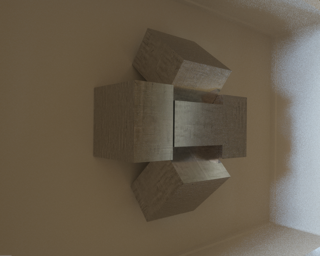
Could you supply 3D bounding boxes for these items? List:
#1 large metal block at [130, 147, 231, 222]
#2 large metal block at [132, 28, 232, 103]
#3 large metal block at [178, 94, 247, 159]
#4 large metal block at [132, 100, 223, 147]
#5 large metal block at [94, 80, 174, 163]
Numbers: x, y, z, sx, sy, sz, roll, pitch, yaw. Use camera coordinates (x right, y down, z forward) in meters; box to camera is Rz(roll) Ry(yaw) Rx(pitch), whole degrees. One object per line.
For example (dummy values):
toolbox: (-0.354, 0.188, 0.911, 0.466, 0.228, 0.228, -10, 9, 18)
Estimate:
large metal block: (0.024, 0.066, 0.381, 0.081, 0.080, 0.050, 1, 48, -41)
large metal block: (0.026, -0.075, 0.382, 0.081, 0.080, 0.050, 2, 126, -40)
large metal block: (0.071, -0.002, 0.429, 0.050, 0.080, 0.080, 1, 90, -40)
large metal block: (0.021, -0.005, 0.386, 0.081, 0.080, 0.050, 1, 90, -40)
large metal block: (-0.031, -0.006, 0.343, 0.050, 0.080, 0.080, 1, 90, -40)
